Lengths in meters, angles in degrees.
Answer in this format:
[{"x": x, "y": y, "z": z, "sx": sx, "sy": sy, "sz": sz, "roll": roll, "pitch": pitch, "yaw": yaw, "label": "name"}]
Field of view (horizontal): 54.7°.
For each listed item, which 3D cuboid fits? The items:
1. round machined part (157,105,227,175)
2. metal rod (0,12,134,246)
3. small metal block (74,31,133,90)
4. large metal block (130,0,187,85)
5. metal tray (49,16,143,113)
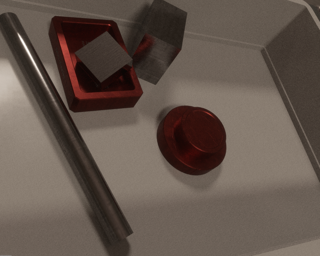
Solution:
[{"x": 0.049, "y": 0.011, "z": 0.416, "sx": 0.099, "sy": 0.042, "sz": 0.098, "roll": 14, "pitch": 56, "yaw": -21, "label": "round machined part"}, {"x": -0.114, "y": -0.010, "z": 0.351, "sx": 0.025, "sy": 0.025, "sz": 0.299, "roll": -21, "pitch": 73, "yaw": -36, "label": "metal rod"}, {"x": -0.071, "y": -0.085, "z": 0.393, "sx": 0.050, "sy": 0.025, "sz": 0.050, "roll": -40, "pitch": 84, "yaw": -16, "label": "small metal block"}, {"x": -0.006, "y": -0.123, "z": 0.444, "sx": 0.050, "sy": 0.080, "sz": 0.080, "roll": 22, "pitch": 54, "yaw": -16, "label": "large metal block"}, {"x": -0.086, "y": -0.086, "z": 0.409, "sx": 0.091, "sy": 0.030, "sz": 0.130, "roll": -8, "pitch": 66, "yaw": -32, "label": "metal tray"}]
